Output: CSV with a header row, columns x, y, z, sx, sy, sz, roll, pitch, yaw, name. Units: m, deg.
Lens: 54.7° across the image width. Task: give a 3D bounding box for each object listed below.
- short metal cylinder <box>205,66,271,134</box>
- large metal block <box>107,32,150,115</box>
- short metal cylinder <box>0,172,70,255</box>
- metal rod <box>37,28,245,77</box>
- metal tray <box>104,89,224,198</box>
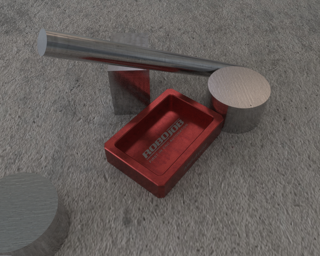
x,y,z,sx,sy,sz,roll,pitch,yaw,name
0.102,-0.039,0.420,0.081,0.050,0.080,0,50,0,short metal cylinder
-0.040,-0.075,0.430,0.050,0.080,0.080,-2,50,-2,large metal block
-0.137,0.092,0.309,0.081,0.050,0.080,0,50,0,short metal cylinder
0.008,-0.082,0.381,0.302,0.025,0.025,-1,43,-40,metal rod
0.007,0.013,0.389,0.090,0.030,0.131,32,57,23,metal tray
